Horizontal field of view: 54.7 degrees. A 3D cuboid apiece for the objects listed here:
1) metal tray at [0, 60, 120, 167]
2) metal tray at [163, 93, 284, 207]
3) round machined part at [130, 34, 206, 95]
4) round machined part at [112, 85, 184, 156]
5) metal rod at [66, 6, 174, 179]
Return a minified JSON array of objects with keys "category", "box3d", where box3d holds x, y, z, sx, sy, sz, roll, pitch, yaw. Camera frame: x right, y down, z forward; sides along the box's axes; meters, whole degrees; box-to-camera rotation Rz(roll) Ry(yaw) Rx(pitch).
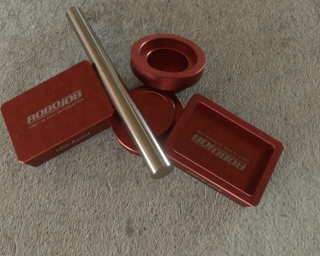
[{"category":"metal tray","box3d":[-0.129,-0.019,0.401,0.130,0.030,0.090,-29,70,-1]},{"category":"metal tray","box3d":[0.076,0.027,0.386,0.130,0.030,0.090,31,72,0]},{"category":"round machined part","box3d":[0.009,-0.083,0.419,0.099,0.042,0.098,4,48,-5]},{"category":"round machined part","box3d":[-0.015,-0.014,0.406,0.099,0.042,0.098,0,70,0]},{"category":"metal rod","box3d":[-0.064,-0.064,0.397,0.025,0.025,0.299,-26,59,-9]}]
